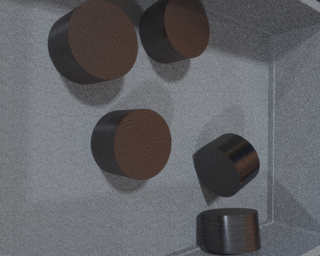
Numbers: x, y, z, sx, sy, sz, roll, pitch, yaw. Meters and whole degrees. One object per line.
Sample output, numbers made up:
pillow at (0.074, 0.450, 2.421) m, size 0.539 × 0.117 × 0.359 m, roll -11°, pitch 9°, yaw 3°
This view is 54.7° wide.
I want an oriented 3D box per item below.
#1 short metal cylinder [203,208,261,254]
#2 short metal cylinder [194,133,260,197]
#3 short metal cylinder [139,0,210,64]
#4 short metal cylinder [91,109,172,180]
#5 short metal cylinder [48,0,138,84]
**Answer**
short metal cylinder at (0.105, 0.149, 0.458) m, size 0.081 × 0.080 × 0.050 m, roll 4°, pitch 80°, yaw -40°
short metal cylinder at (0.097, 0.054, 0.455) m, size 0.050 × 0.080 × 0.080 m, roll -27°, pitch 107°, yaw -37°
short metal cylinder at (0.020, -0.129, 0.409) m, size 0.081 × 0.050 × 0.079 m, roll 0°, pitch 90°, yaw -40°
short metal cylinder at (-0.033, 0.018, 0.364) m, size 0.081 × 0.050 × 0.079 m, roll 0°, pitch 90°, yaw -40°
short metal cylinder at (-0.071, -0.089, 0.332) m, size 0.081 × 0.050 × 0.079 m, roll 0°, pitch 90°, yaw -40°
